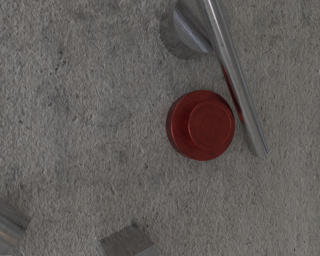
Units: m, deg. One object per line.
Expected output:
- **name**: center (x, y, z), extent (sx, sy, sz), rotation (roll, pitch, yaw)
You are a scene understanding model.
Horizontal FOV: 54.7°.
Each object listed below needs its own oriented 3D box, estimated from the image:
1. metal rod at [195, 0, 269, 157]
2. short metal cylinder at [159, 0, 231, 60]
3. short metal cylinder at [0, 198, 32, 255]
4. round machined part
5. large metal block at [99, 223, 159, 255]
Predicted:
- **metal rod**: center (0.090, -0.081, 0.396), extent (0.025, 0.025, 0.299), rotation (-37, 119, -16)
- **short metal cylinder**: center (0.045, -0.135, 0.413), extent (0.081, 0.050, 0.080), rotation (0, 90, -20)
- **short metal cylinder**: center (-0.179, 0.112, 0.314), extent (0.050, 0.080, 0.080), rotation (40, 77, -16)
- **round machined part**: center (0.061, -0.003, 0.423), extent (0.099, 0.042, 0.097), rotation (0, 90, -20)
- **large metal block**: center (-0.028, 0.172, 0.370), extent (0.050, 0.080, 0.080), rotation (-22, 98, -19)
